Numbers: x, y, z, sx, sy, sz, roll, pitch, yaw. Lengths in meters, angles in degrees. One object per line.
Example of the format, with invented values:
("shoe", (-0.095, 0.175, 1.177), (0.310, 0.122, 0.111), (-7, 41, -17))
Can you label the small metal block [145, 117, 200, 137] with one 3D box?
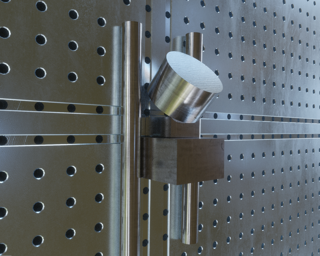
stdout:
("small metal block", (0.016, -0.001, 0.406), (0.050, 0.050, 0.025), (2, 89, -41))

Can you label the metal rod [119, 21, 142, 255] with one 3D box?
("metal rod", (-0.036, 0.022, 0.379), (0.025, 0.025, 0.298), (1, 90, -40))

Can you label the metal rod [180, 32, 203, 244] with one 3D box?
("metal rod", (0.046, 0.014, 0.447), (0.025, 0.025, 0.298), (3, 89, -40))

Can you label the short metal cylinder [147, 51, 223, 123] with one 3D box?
("short metal cylinder", (0.031, -0.052, 0.391), (0.080, 0.050, 0.080), (23, 35, -17))

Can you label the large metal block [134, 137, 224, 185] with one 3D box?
("large metal block", (0.023, 0.037, 0.390), (0.081, 0.080, 0.050), (1, 90, -40))
